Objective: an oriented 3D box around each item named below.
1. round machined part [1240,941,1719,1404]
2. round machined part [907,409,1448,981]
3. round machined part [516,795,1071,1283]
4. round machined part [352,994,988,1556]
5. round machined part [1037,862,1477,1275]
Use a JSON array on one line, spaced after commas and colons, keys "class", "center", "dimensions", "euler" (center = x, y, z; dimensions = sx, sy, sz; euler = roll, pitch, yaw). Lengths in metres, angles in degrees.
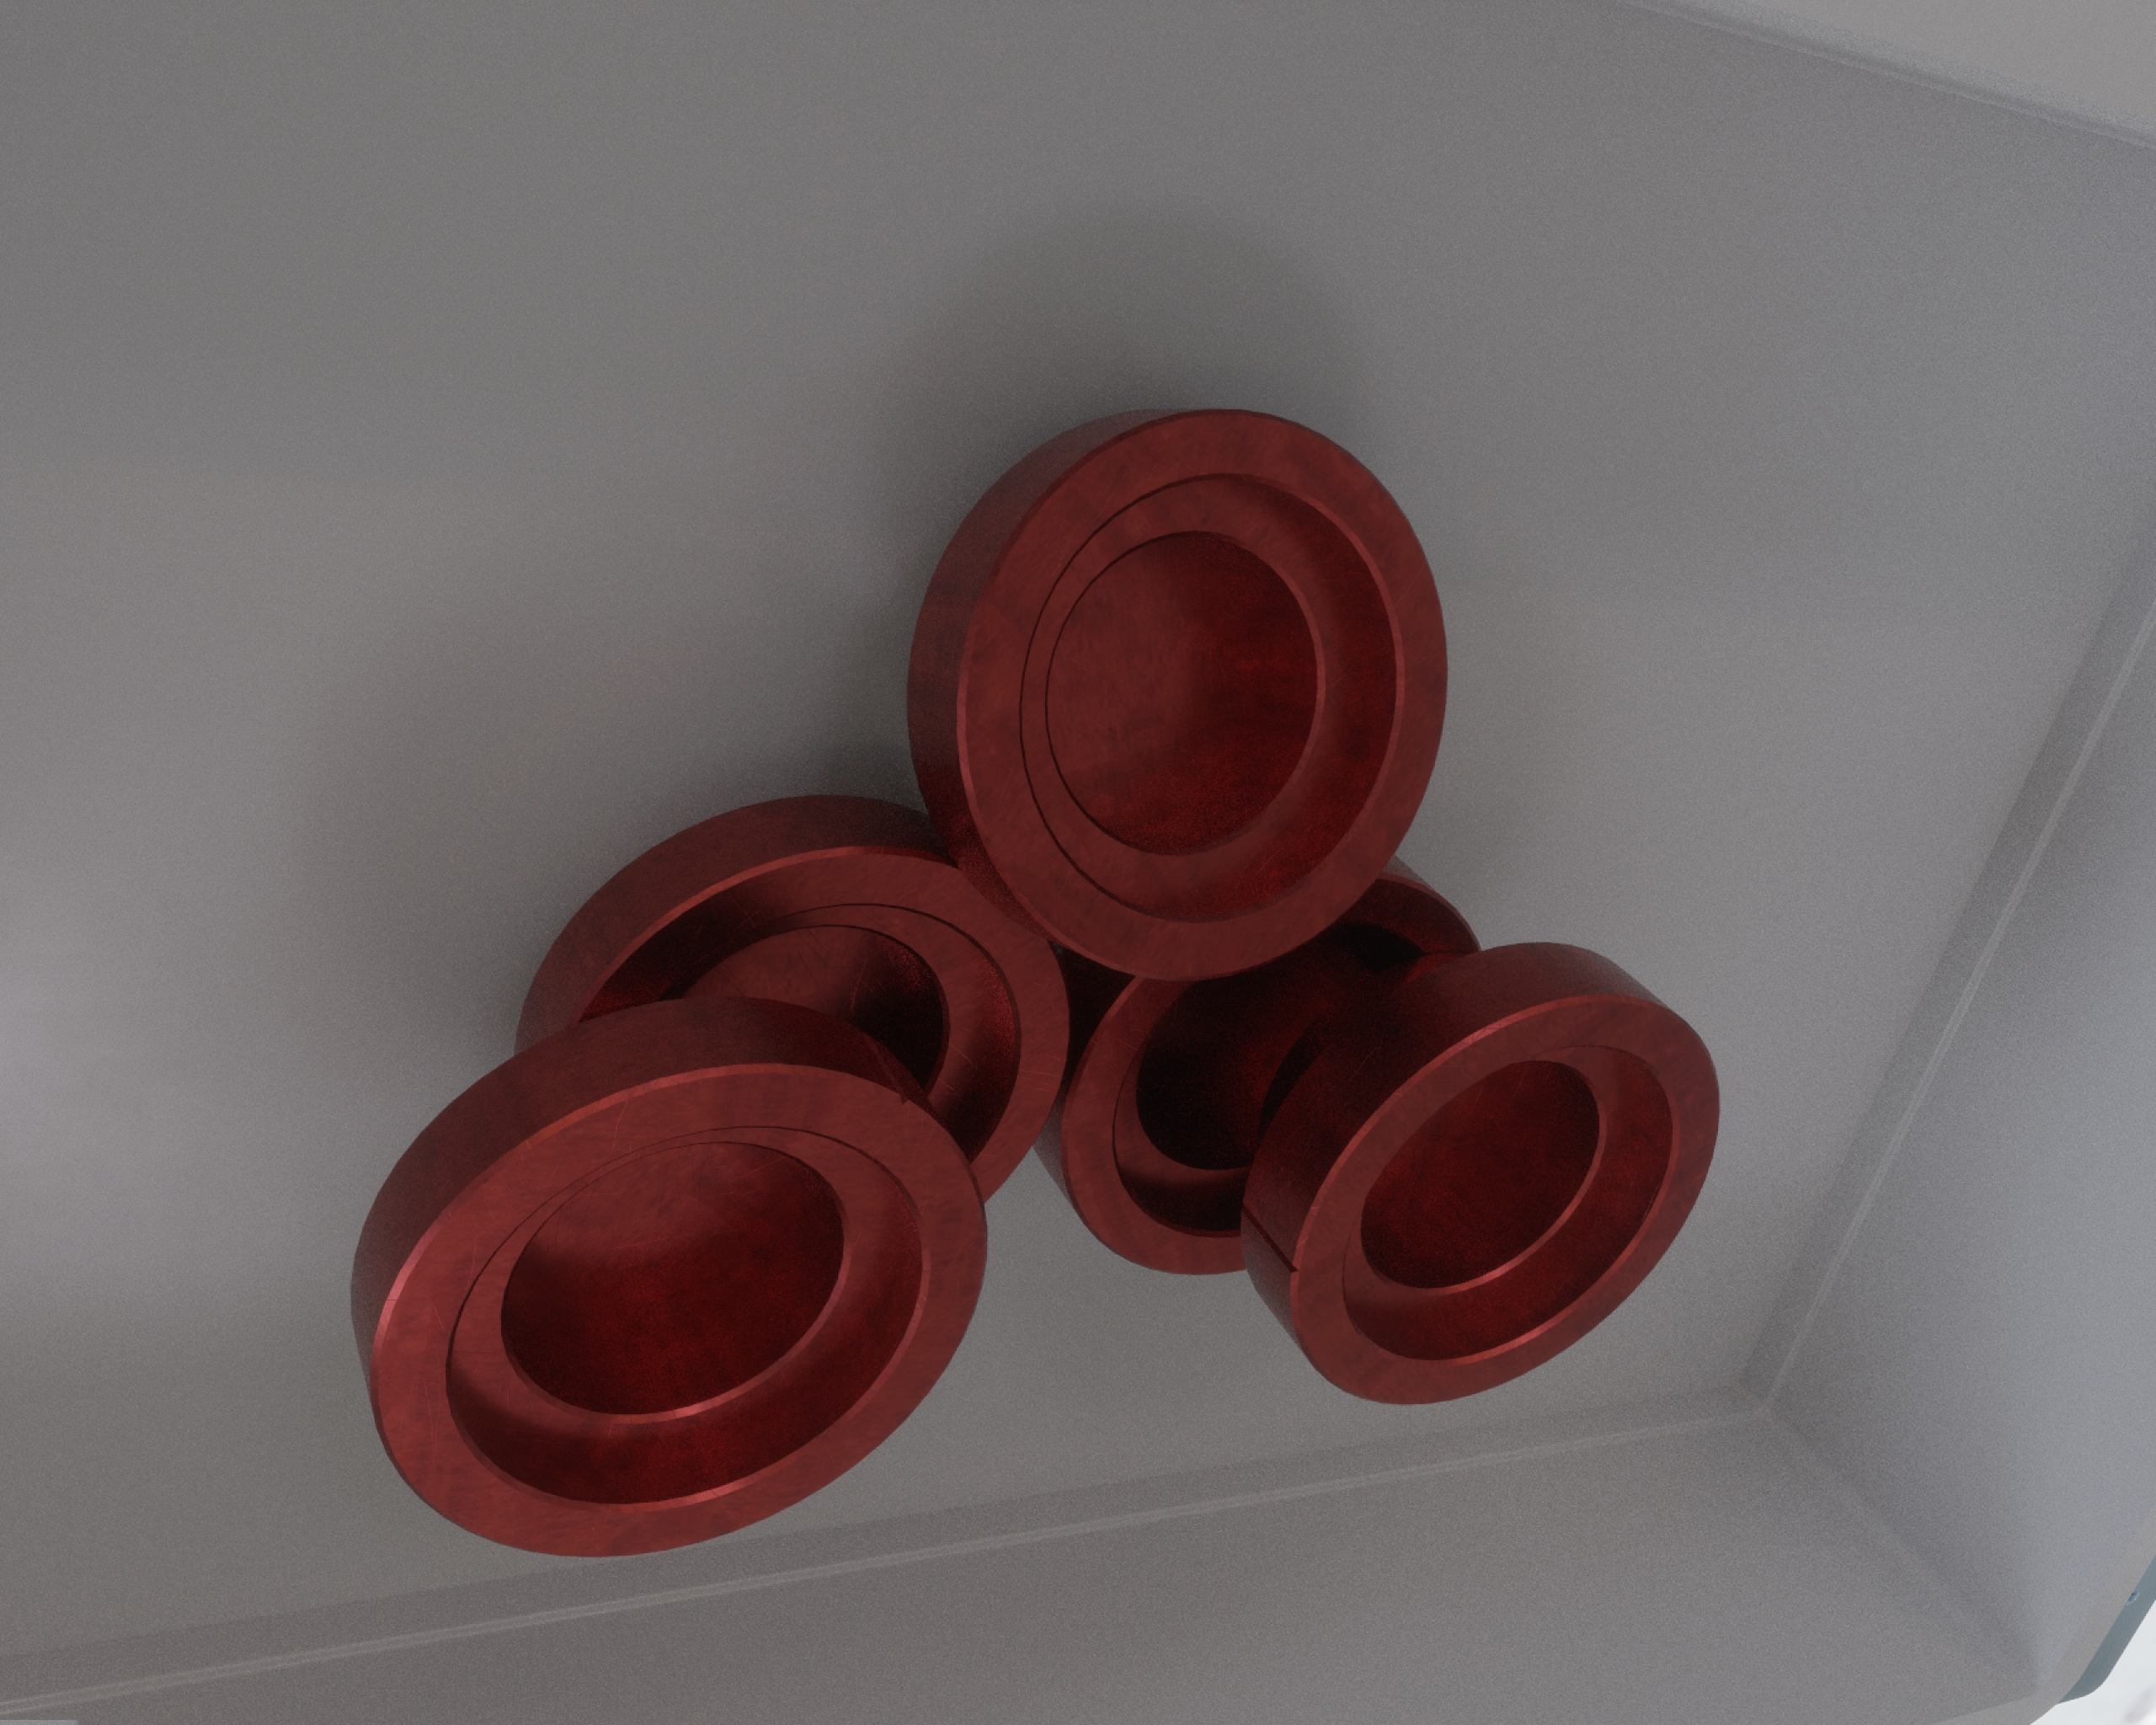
[{"class": "round machined part", "center": [0.075, 0.057, 0.419], "dimensions": [0.099, 0.042, 0.097], "euler": [-14, 124, -21]}, {"class": "round machined part", "center": [0.014, -0.031, 0.371], "dimensions": [0.099, 0.042, 0.097], "euler": [-7, 104, -29]}, {"class": "round machined part", "center": [-0.054, 0.030, 0.385], "dimensions": [0.099, 0.042, 0.097], "euler": [-14, 124, -21]}, {"class": "round machined part", "center": [-0.068, 0.063, 0.343], "dimensions": [0.099, 0.042, 0.097], "euler": [-14, 124, -21]}, {"class": "round machined part", "center": [0.033, 0.035, 0.435], "dimensions": [0.099, 0.042, 0.097], "euler": [-14, 124, -21]}]
